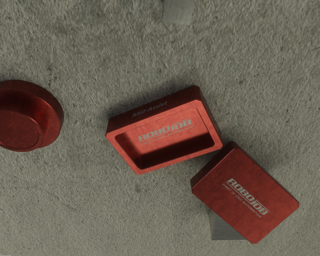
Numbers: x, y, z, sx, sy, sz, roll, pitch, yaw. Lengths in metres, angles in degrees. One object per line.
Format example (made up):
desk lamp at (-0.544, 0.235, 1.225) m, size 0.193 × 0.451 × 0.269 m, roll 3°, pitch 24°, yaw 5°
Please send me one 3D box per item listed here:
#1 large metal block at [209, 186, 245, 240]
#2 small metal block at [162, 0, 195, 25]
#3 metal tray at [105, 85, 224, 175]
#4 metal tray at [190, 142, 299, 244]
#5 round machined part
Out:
large metal block at (0.126, 0.141, 0.512) m, size 0.081 × 0.050 × 0.079 m, roll -1°, pitch 130°, yaw 0°
small metal block at (0.018, -0.129, 0.281) m, size 0.025 × 0.050 × 0.050 m, roll 6°, pitch 130°, yaw -6°
metal tray at (0.007, 0.007, 0.409) m, size 0.130 × 0.030 × 0.090 m, roll -20°, pitch 128°, yaw 16°
metal tray at (0.119, 0.093, 0.443) m, size 0.130 × 0.030 × 0.090 m, roll 41°, pitch 101°, yaw -10°
round machined part at (-0.175, -0.008, 0.388) m, size 0.099 × 0.042 × 0.097 m, roll 0°, pitch 130°, yaw 0°
